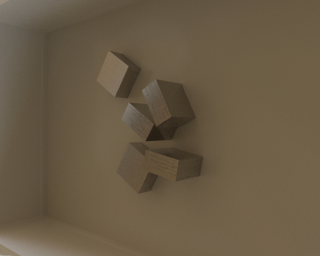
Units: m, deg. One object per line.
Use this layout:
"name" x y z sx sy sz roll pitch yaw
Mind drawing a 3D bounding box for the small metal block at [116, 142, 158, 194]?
"small metal block" -0.028 0.054 0.430 0.050 0.025 0.050 38 113 33

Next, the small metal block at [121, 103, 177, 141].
"small metal block" -0.012 -0.008 0.401 0.050 0.050 0.025 41 115 32

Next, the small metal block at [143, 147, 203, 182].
"small metal block" 0.016 0.043 0.377 0.050 0.050 0.025 14 99 39

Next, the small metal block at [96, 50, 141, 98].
"small metal block" -0.062 -0.079 0.458 0.050 0.025 0.050 42 115 32

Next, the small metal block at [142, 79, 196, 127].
"small metal block" 0.012 -0.029 0.381 0.025 0.050 0.050 -34 69 35
